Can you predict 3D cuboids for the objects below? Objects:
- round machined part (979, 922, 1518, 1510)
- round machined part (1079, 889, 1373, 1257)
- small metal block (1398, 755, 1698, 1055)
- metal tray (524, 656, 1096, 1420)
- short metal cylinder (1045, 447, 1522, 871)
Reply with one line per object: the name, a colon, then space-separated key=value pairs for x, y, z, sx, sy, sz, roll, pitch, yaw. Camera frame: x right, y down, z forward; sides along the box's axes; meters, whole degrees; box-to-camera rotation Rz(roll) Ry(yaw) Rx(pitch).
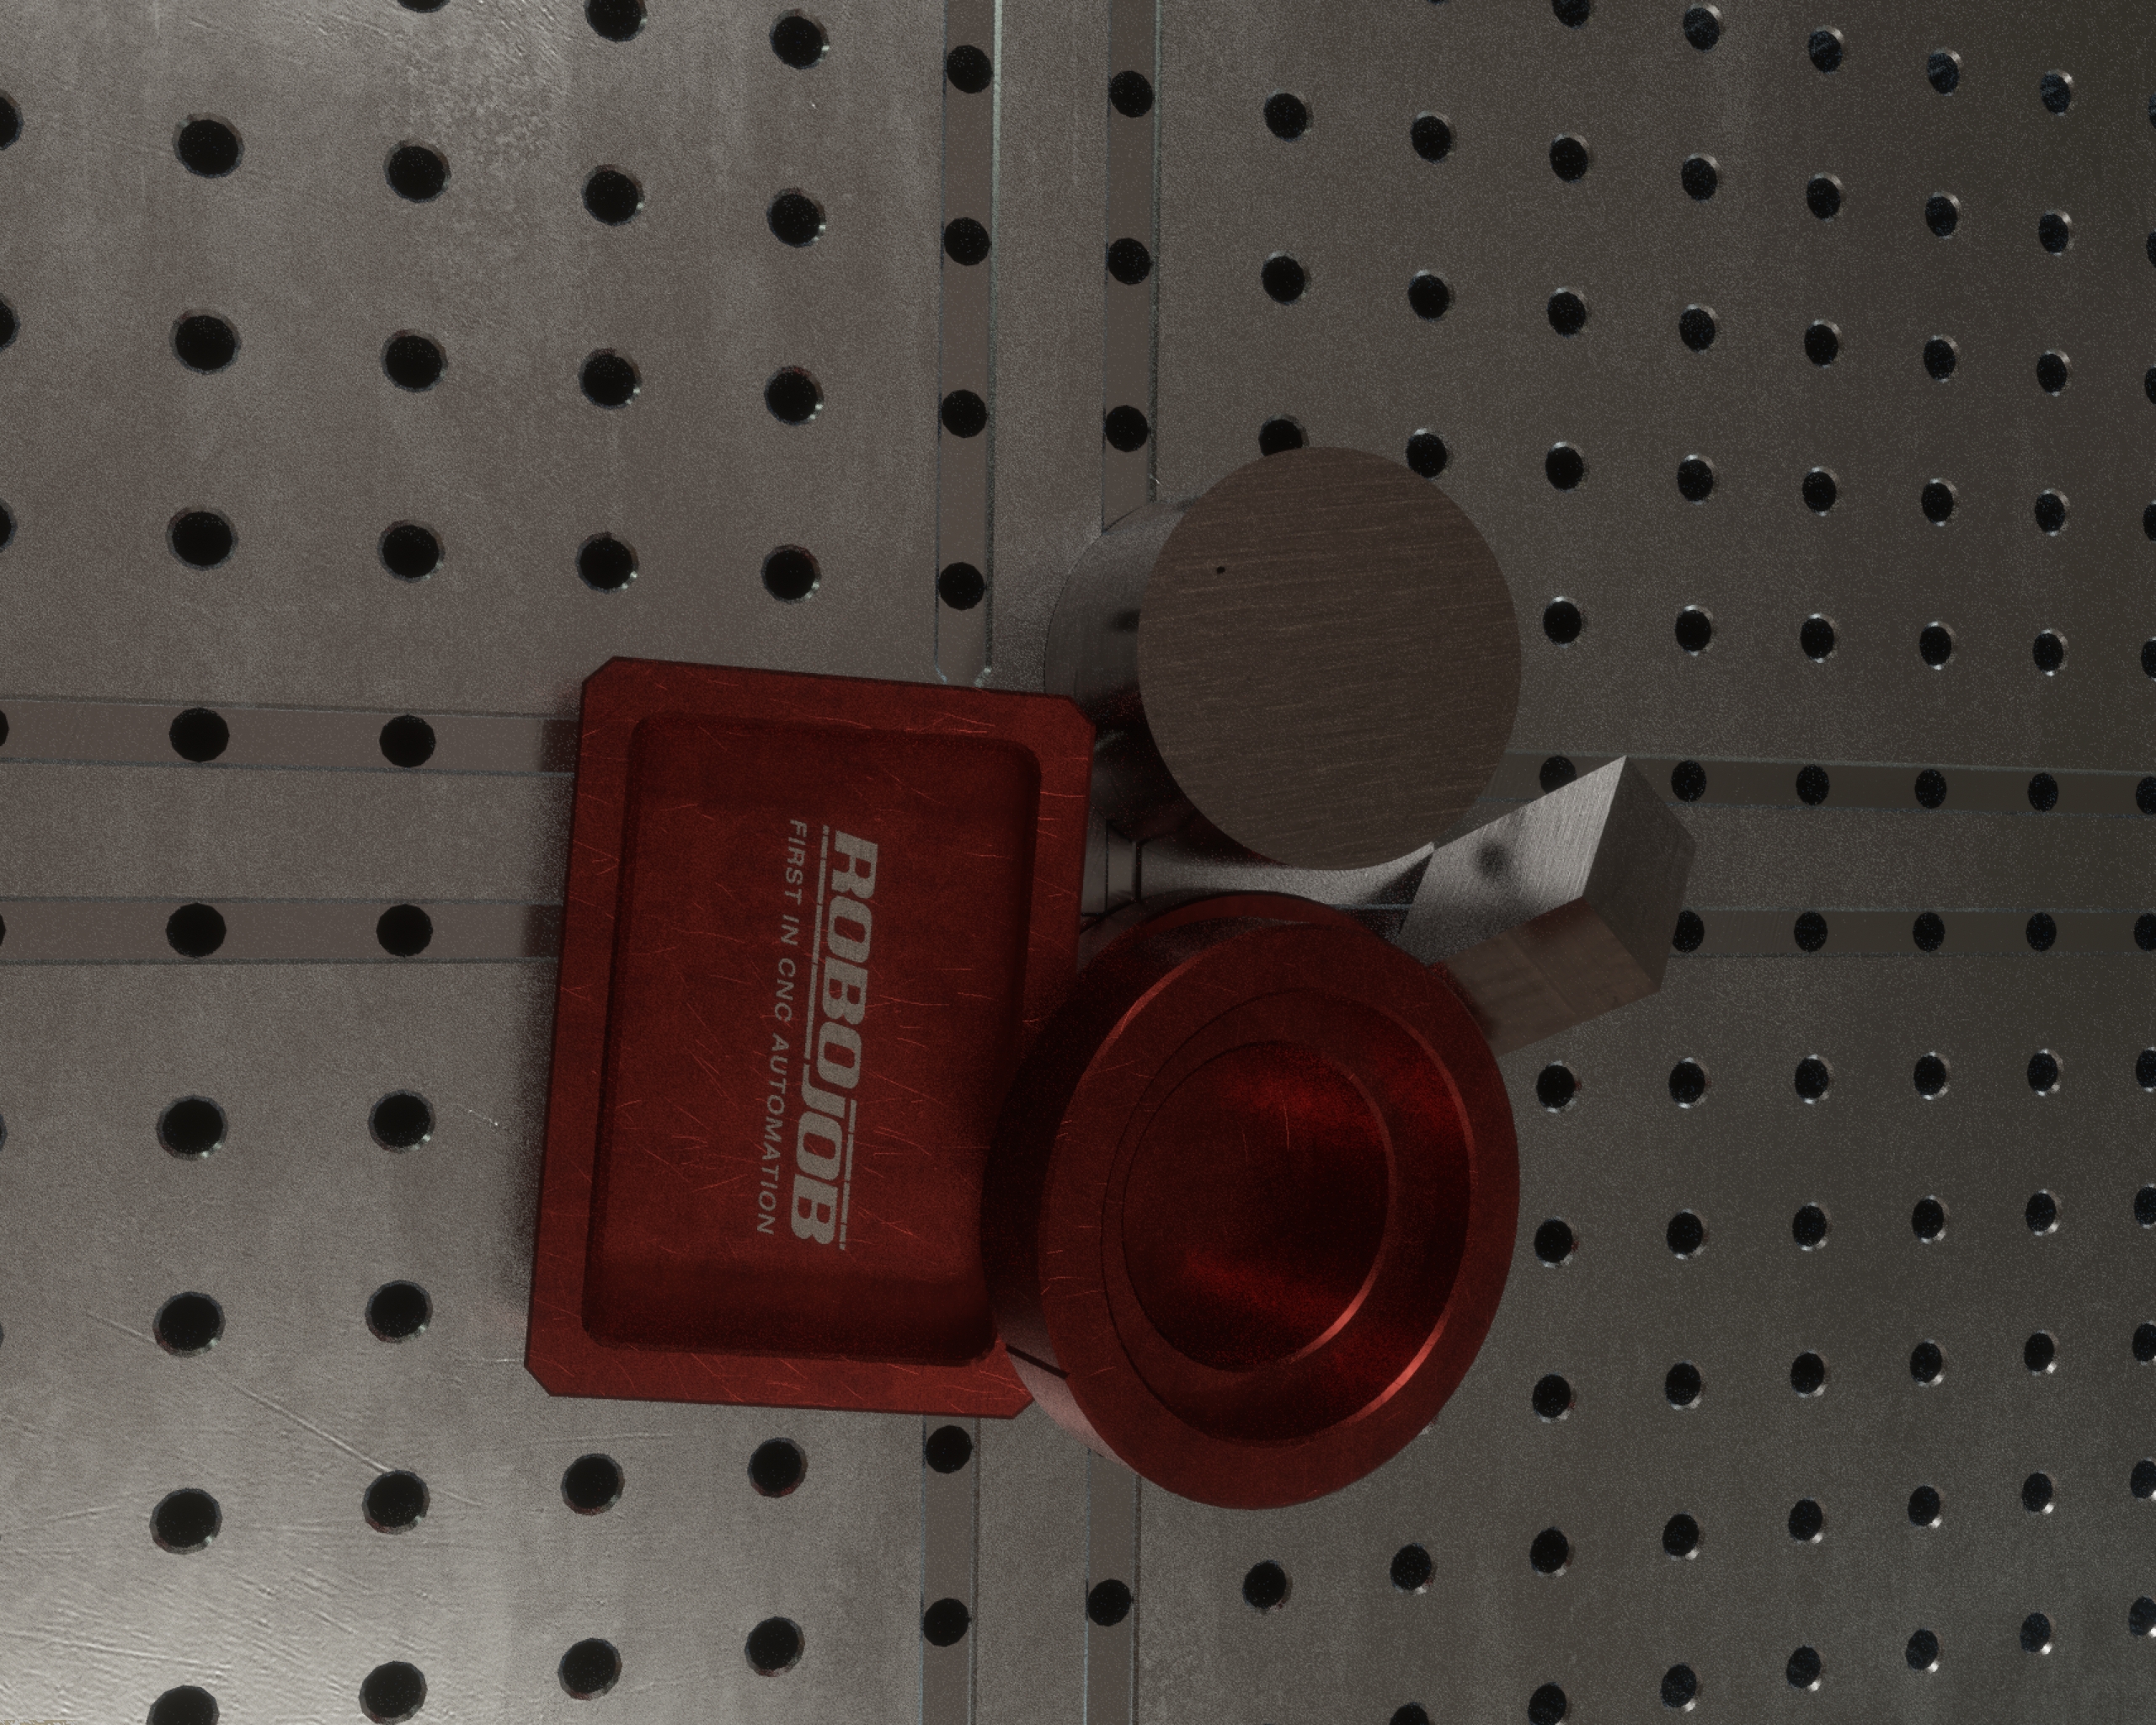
round machined part: x=0.026 y=0.058 z=0.363 sx=0.099 sy=0.042 sz=0.097 roll=-1 pitch=93 yaw=-31
round machined part: x=0.035 y=0.054 z=0.416 sx=0.099 sy=0.042 sz=0.097 roll=0 pitch=90 yaw=-21
small metal block: x=0.094 y=0.011 z=0.425 sx=0.025 sy=0.050 sz=0.050 roll=49 pitch=40 yaw=-14
metal tray: x=-0.048 y=0.032 z=0.381 sx=0.091 sy=0.030 sz=0.129 roll=5 pitch=88 yaw=-6
short metal cylinder: x=0.040 y=-0.038 z=0.415 sx=0.081 sy=0.050 sz=0.079 roll=0 pitch=90 yaw=-21
